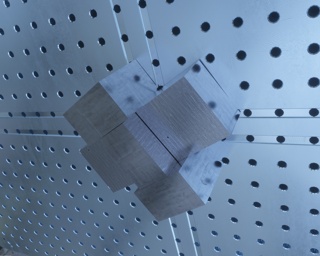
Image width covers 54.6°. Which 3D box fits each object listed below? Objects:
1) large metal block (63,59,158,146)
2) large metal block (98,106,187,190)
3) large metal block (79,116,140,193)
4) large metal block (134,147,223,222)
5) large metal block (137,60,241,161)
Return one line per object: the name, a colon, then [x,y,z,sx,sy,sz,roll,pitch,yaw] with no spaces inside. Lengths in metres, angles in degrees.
large metal block: [-0.059,-0.032,0.387,0.080,0.080,0.050,-32,100,38]
large metal block: [-0.016,0.017,0.395,0.050,0.080,0.080,-32,100,38]
large metal block: [-0.055,0.037,0.449,0.080,0.050,0.080,-30,102,38]
large metal block: [0.026,0.066,0.403,0.080,0.080,0.050,-32,100,37]
large metal block: [0.033,-0.018,0.366,0.080,0.050,0.080,-32,103,38]
